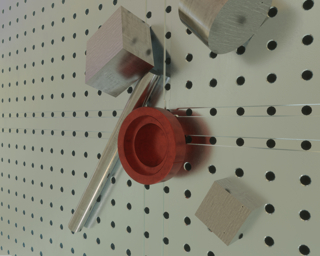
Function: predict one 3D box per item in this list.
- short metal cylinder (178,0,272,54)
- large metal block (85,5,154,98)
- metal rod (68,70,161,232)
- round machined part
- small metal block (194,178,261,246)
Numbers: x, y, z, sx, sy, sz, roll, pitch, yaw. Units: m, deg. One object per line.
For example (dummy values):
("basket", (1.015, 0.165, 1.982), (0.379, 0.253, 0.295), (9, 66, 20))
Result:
("short metal cylinder", (0.066, -0.124, 0.318), (0.080, 0.081, 0.050), (-52, 60, 27))
("large metal block", (-0.057, -0.102, 0.422), (0.080, 0.050, 0.080), (-33, 50, 35))
("metal rod", (-0.077, 0.045, 0.470), (0.025, 0.025, 0.298), (42, 115, 31))
("round machined part", (-0.006, 0.022, 0.401), (0.098, 0.042, 0.097), (0, 90, 39))
("small metal block", (0.075, 0.093, 0.347), (0.050, 0.025, 0.050), (39, 114, 32))
